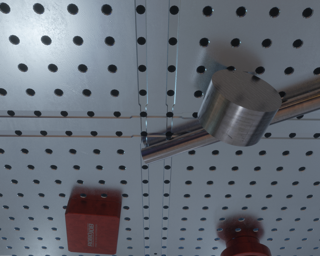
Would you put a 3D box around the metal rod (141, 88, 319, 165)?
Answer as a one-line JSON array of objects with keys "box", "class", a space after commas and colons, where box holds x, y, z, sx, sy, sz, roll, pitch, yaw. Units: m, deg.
[{"box": [0.116, -0.007, 0.406, 0.301, 0.025, 0.025, -19, 128, 15], "class": "metal rod"}]

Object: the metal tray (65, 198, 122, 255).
[{"box": [-0.120, 0.182, 0.562, 0.091, 0.030, 0.129, 6, 130, -6], "class": "metal tray"}]

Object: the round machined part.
[{"box": [0.169, 0.252, 0.616, 0.099, 0.042, 0.097, 0, 130, 0], "class": "round machined part"}]

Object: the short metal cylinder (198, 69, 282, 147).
[{"box": [0.089, -0.025, 0.355, 0.081, 0.080, 0.050, 10, 129, -9], "class": "short metal cylinder"}]
